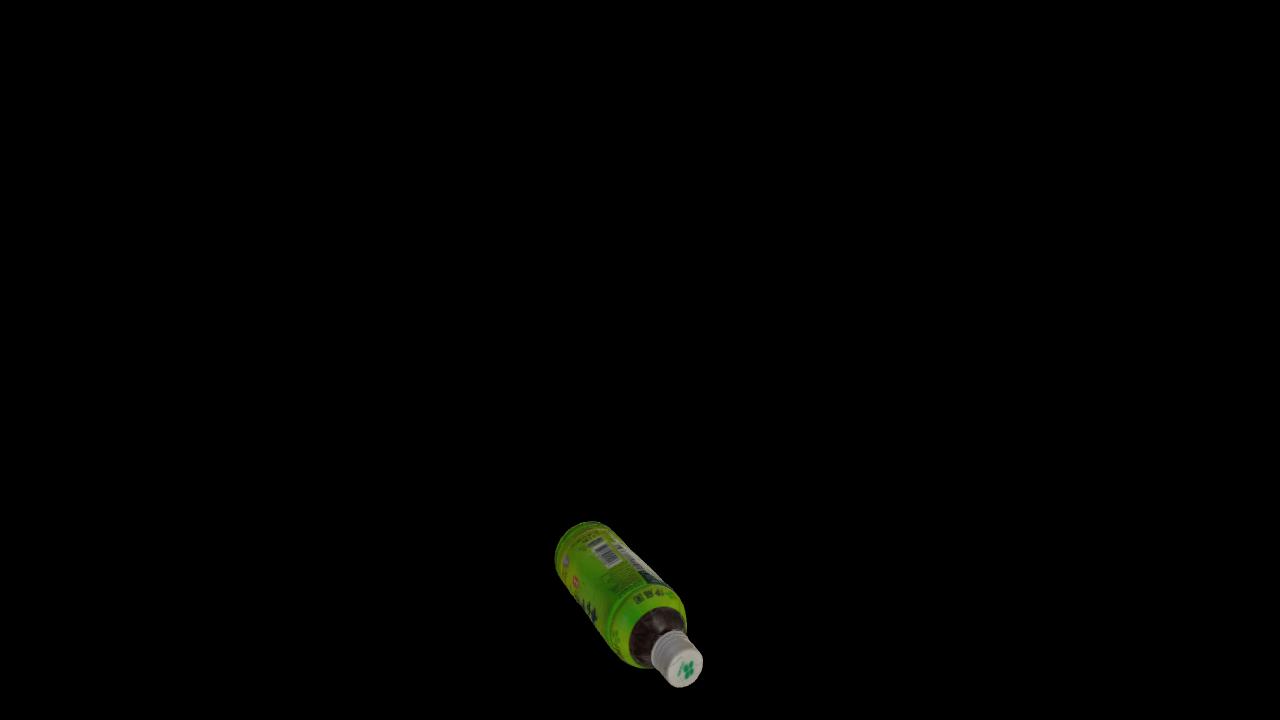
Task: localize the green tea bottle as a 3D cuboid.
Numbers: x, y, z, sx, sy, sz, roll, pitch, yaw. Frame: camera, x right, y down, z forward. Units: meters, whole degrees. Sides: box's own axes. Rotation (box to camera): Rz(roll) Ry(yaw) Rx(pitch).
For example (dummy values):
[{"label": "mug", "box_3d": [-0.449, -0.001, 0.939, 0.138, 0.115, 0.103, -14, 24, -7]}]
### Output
[{"label": "green tea bottle", "box_3d": [-0.012, 0.209, 0.537, 0.073, 0.073, 0.212, 0, 6, -25]}]
